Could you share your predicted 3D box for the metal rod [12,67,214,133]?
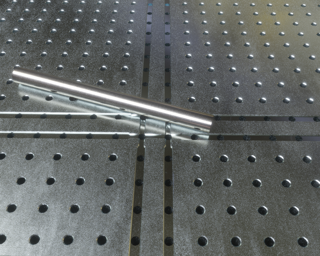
[{"bbox_3d":[-0.074,-0.043,0.442,0.301,0.025,0.025,15,52,11],"label":"metal rod"}]
